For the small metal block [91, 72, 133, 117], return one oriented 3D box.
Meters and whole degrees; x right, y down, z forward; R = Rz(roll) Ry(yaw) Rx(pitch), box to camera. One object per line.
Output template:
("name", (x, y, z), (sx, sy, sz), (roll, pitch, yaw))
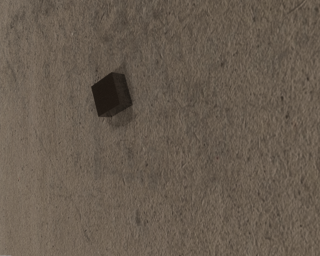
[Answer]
("small metal block", (-0.073, -0.048, 0.462), (0.050, 0.025, 0.050), (-25, 74, 37))
